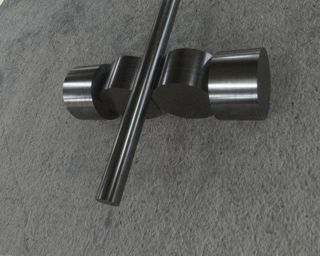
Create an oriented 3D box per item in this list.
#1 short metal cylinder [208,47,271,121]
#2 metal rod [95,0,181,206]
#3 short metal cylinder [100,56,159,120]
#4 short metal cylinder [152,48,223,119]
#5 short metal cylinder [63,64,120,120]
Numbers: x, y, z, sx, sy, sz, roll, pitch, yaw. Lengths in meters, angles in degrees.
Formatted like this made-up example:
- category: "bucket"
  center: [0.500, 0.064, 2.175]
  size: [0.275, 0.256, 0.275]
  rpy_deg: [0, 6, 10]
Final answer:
- category: "short metal cylinder"
  center: [0.093, -0.048, 0.351]
  size: [0.050, 0.080, 0.080]
  rpy_deg: [1, 62, 29]
- category: "metal rod"
  center: [-0.017, -0.057, 0.370]
  size: [0.025, 0.025, 0.300]
  rpy_deg: [1, 62, 28]
- category: "short metal cylinder"
  center: [-0.035, -0.053, 0.421]
  size: [0.080, 0.080, 0.050]
  rpy_deg: [1, 62, 28]
- category: "short metal cylinder"
  center: [0.035, -0.053, 0.383]
  size: [0.080, 0.080, 0.050]
  rpy_deg: [1, 62, 28]
- category: "short metal cylinder"
  center: [-0.093, -0.051, 0.450]
  size: [0.050, 0.080, 0.080]
  rpy_deg: [1, 62, 29]
